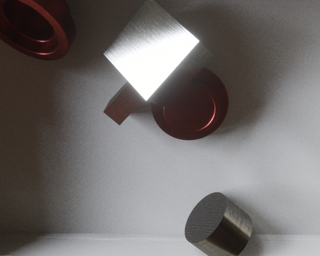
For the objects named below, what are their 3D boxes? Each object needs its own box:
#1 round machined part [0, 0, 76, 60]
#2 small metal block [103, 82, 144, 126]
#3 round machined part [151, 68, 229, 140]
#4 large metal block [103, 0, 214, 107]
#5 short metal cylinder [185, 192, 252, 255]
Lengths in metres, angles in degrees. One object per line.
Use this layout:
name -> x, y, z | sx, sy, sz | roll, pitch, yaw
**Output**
round machined part -> -0.138, -0.123, 0.337 | 0.098, 0.042, 0.098 | 13, 152, 8
small metal block -> -0.041, -0.037, 0.384 | 0.025, 0.050, 0.050 | 41, 105, -14
round machined part -> 0.038, -0.029, 0.392 | 0.099, 0.042, 0.097 | 0, 110, -1
large metal block -> -0.002, -0.082, 0.348 | 0.080, 0.050, 0.080 | -47, 68, 15
short metal cylinder -> 0.081, 0.138, 0.434 | 0.050, 0.080, 0.080 | 40, 105, -14
